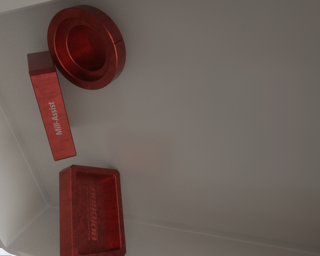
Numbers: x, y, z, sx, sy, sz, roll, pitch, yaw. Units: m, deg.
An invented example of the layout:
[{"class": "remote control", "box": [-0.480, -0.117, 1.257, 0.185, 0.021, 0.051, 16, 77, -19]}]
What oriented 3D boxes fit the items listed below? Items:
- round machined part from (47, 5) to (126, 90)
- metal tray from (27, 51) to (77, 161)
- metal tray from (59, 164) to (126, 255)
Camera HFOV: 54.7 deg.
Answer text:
[{"class": "round machined part", "box": [-0.084, -0.099, 0.379, 0.098, 0.042, 0.097, 13, 124, 20]}, {"class": "metal tray", "box": [-0.149, -0.031, 0.427, 0.090, 0.030, 0.129, -130, 31, -54]}, {"class": "metal tray", "box": [-0.098, 0.123, 0.451, 0.030, 0.091, 0.130, -25, 63, 36]}]
